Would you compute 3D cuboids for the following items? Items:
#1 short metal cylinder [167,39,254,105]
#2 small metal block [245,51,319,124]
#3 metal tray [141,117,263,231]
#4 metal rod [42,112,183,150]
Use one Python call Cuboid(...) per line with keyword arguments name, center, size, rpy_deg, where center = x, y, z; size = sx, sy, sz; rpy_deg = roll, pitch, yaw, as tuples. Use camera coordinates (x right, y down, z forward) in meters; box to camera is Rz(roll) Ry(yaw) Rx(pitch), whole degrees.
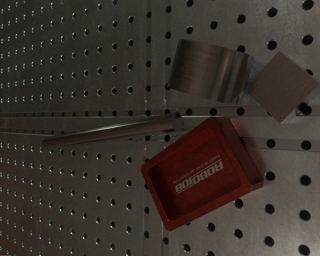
Cuboid(name="short metal cylinder", center=(0.053, -0.059, 0.329), size=(0.080, 0.081, 0.050), rpy_deg=(23, 105, 37))
Cuboid(name="small metal block", center=(0.123, -0.039, 0.307), size=(0.050, 0.025, 0.050), rpy_deg=(52, 120, 27))
Cuboid(name="metal tray", center=(0.043, 0.056, 0.369), size=(0.130, 0.030, 0.090), rpy_deg=(-38, 67, 33))
Cuboid(name="metal rod", center=(-0.093, 0.011, 0.483), size=(0.300, 0.025, 0.025), rpy_deg=(-9, 84, 39))
